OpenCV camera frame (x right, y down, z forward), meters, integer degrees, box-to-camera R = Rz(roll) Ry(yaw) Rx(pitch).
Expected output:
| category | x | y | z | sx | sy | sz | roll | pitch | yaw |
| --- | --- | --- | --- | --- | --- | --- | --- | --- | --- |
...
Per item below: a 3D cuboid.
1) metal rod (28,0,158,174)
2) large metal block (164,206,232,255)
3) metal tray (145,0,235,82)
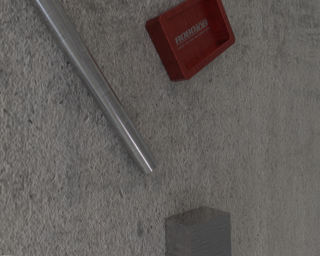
| category | x | y | z | sx | sy | sz | roll | pitch | yaw |
| --- | --- | --- | --- | --- | --- | --- | --- | --- | --- |
| metal rod | -0.082 | -0.070 | 0.335 | 0.025 | 0.025 | 0.299 | -44 | 117 | -31 |
| large metal block | 0.054 | 0.162 | 0.434 | 0.081 | 0.050 | 0.079 | -4 | 92 | -40 |
| metal tray | 0.049 | -0.135 | 0.441 | 0.131 | 0.030 | 0.090 | -41 | 115 | -32 |
